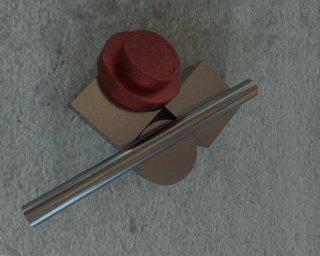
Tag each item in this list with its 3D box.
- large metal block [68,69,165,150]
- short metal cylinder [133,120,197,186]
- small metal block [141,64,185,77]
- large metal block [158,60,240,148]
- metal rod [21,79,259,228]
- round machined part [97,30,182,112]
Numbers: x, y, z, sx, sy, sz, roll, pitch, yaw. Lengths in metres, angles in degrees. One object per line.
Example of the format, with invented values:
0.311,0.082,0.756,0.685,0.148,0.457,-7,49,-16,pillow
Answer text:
-0.052,-0.029,0.377,0.080,0.050,0.080,44,76,-15,large metal block
0.000,0.030,0.397,0.081,0.050,0.079,0,90,-21,short metal cylinder
-0.005,-0.069,0.408,0.050,0.025,0.050,45,76,-15,small metal block
0.050,-0.031,0.417,0.080,0.050,0.080,43,76,-15,large metal block
-0.007,0.018,0.355,0.302,0.025,0.025,-29,100,-18,metal rod
-0.016,-0.070,0.349,0.099,0.042,0.098,15,57,-25,round machined part
